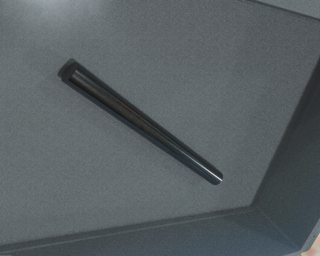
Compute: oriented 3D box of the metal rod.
[{"bbox_3d":[0.000,0.012,0.415,0.025,0.025,0.301,-48,129,6],"label":"metal rod"}]
